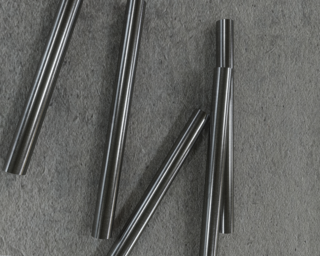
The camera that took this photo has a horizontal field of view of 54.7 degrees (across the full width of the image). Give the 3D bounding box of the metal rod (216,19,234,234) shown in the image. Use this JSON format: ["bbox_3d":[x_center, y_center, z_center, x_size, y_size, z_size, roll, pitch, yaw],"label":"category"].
[{"bbox_3d":[0.093,-0.002,0.442,0.025,0.025,0.298,0,90,-20],"label":"metal rod"}]

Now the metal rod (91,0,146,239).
[{"bbox_3d":[-0.051,-0.014,0.389,0.025,0.025,0.298,9,87,-20],"label":"metal rod"}]

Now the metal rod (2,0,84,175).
[{"bbox_3d":[-0.122,-0.093,0.363,0.025,0.025,0.299,18,84,-19],"label":"metal rod"}]

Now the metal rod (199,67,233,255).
[{"bbox_3d":[0.074,0.069,0.424,0.025,0.025,0.298,3,94,-20],"label":"metal rod"}]

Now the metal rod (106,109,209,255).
[{"bbox_3d":[-0.019,0.105,0.402,0.025,0.025,0.300,35,79,-17],"label":"metal rod"}]
